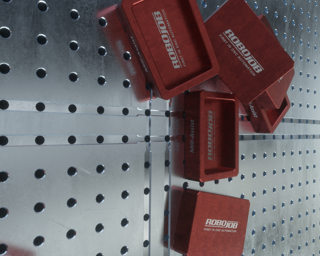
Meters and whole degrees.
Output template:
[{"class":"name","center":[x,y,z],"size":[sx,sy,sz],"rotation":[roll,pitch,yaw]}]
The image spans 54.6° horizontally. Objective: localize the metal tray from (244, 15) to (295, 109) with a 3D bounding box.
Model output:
[{"class":"metal tray","center":[0.168,-0.104,0.506],"size":[0.130,0.030,0.090],"rotation":[46,63,-30]}]

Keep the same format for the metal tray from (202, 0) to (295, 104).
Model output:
[{"class":"metal tray","center":[0.114,-0.109,0.443],"size":[0.090,0.030,0.130],"rotation":[-41,104,16]}]

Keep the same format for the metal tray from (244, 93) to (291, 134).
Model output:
[{"class":"metal tray","center":[0.185,-0.066,0.559],"size":[0.090,0.030,0.130],"rotation":[-46,117,-30]}]

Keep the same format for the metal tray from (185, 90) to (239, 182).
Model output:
[{"class":"metal tray","center":[0.081,0.012,0.471],"size":[0.091,0.030,0.129],"rotation":[0,90,-40]}]

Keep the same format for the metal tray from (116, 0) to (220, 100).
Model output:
[{"class":"metal tray","center":[0.013,-0.112,0.394],"size":[0.090,0.030,0.130],"rotation":[-29,110,-13]}]

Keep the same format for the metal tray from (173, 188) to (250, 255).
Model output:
[{"class":"metal tray","center":[0.083,0.146,0.475],"size":[0.131,0.030,0.090],"rotation":[18,78,-38]}]
